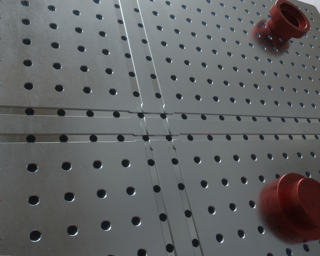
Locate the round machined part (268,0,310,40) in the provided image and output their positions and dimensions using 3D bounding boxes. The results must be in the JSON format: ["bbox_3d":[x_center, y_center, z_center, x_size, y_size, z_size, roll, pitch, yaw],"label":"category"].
[{"bbox_3d":[0.287,-0.240,0.702,0.099,0.042,0.098,14,56,-21],"label":"round machined part"}]

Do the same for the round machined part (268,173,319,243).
[{"bbox_3d":[0.208,0.110,0.445,0.099,0.042,0.098,14,56,-21],"label":"round machined part"}]
